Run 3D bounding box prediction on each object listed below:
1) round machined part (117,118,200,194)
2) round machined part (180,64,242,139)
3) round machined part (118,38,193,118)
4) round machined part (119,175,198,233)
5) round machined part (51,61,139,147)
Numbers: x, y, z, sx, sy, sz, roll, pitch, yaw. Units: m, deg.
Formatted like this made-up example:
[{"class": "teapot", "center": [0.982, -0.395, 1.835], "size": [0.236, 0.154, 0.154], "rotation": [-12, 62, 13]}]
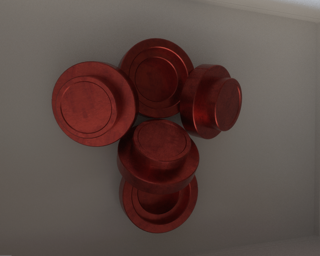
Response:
[{"class": "round machined part", "center": [-0.001, 0.026, 0.369], "size": [0.099, 0.098, 0.042], "rotation": [-7, 137, -20]}, {"class": "round machined part", "center": [0.072, -0.033, 0.402], "size": [0.099, 0.042, 0.097], "rotation": [-18, 114, -47]}, {"class": "round machined part", "center": [-0.008, -0.060, 0.396], "size": [0.099, 0.042, 0.097], "rotation": [0, 90, -20]}, {"class": "round machined part", "center": [-0.004, 0.080, 0.398], "size": [0.099, 0.042, 0.097], "rotation": [0, 90, -20]}, {"class": "round machined part", "center": [-0.076, -0.025, 0.348], "size": [0.098, 0.042, 0.097], "rotation": [1, 102, 7]}]
